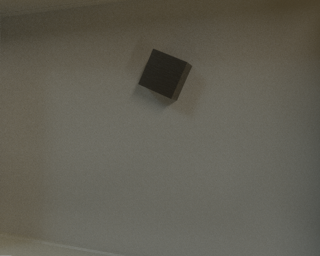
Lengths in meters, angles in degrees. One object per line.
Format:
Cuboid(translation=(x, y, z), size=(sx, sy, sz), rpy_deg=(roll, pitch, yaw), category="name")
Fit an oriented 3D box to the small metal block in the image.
Cuboid(translation=(0.007, -0.070, 0.408), size=(0.050, 0.025, 0.050), rpy_deg=(26, 99, 18), category="small metal block")
